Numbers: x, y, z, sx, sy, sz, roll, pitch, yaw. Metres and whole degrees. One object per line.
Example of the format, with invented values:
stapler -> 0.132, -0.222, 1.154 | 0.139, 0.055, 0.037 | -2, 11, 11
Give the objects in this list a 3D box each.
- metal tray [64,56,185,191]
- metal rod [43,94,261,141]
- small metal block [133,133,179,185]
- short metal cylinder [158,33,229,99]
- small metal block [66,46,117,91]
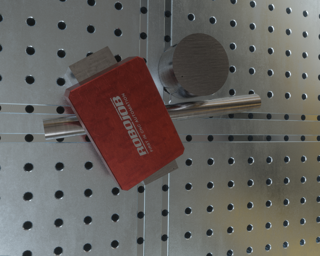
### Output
metal tray -> -0.037, -0.005, 0.356 | 0.091, 0.030, 0.129 | -32, 112, -17
metal rod -> 0.005, -0.019, 0.415 | 0.303, 0.025, 0.025 | -8, 93, -20
small metal block -> -0.011, 0.040, 0.408 | 0.050, 0.025, 0.050 | -25, 99, -19
short metal cylinder -> 0.044, -0.081, 0.416 | 0.081, 0.050, 0.079 | 0, 90, -21
small metal block -> -0.082, -0.070, 0.369 | 0.050, 0.050, 0.025 | -33, 101, -17
